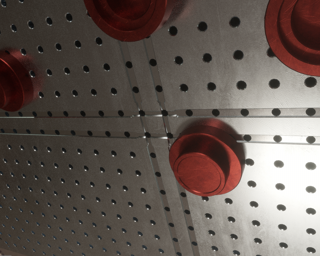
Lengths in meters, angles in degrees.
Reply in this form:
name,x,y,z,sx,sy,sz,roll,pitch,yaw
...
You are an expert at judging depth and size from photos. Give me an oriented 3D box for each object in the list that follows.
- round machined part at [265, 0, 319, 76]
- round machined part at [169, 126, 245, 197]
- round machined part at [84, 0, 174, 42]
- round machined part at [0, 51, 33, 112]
name,x,y,z,sx,sy,sz,roll,pitch,yaw
round machined part,0.144,-0.097,0.264,0.098,0.042,0.097,13,124,20
round machined part,0.056,0.049,0.400,0.098,0.042,0.097,13,124,20
round machined part,-0.029,-0.145,0.325,0.098,0.042,0.097,13,124,20
round machined part,-0.255,-0.069,0.489,0.098,0.042,0.097,13,124,20
